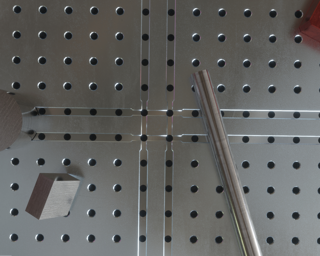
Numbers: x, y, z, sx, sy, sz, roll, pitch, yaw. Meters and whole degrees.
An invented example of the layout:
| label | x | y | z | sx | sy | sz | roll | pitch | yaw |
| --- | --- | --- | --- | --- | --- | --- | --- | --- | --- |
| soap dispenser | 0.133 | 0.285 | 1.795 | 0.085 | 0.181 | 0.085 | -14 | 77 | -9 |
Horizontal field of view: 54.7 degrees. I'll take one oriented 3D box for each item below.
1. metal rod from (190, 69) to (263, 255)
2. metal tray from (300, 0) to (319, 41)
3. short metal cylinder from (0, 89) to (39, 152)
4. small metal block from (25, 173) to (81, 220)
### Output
| label | x | y | z | sx | sy | sz | roll | pitch | yaw |
| --- | --- | --- | --- | --- | --- | --- | --- | --- | --- |
| metal rod | 0.094 | 0.069 | 0.413 | 0.025 | 0.025 | 0.298 | -16 | 90 | 0 |
| metal tray | 0.269 | -0.144 | 0.412 | 0.130 | 0.030 | 0.090 | 28 | 90 | 0 |
| short metal cylinder | -0.207 | -0.009 | 0.399 | 0.081 | 0.050 | 0.080 | 0 | 90 | 0 |
| small metal block | -0.136 | 0.086 | 0.397 | 0.025 | 0.050 | 0.050 | 21 | 90 | 25 |
